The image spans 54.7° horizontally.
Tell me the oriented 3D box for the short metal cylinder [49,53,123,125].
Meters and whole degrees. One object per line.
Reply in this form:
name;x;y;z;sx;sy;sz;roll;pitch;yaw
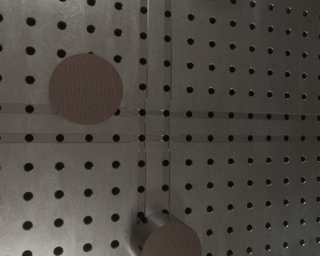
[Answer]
short metal cylinder;-0.089;-0.043;0.367;0.081;0.050;0.079;0;90;-21

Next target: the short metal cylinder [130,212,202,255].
short metal cylinder;0.007;0.156;0.403;0.081;0.050;0.079;0;90;-21
